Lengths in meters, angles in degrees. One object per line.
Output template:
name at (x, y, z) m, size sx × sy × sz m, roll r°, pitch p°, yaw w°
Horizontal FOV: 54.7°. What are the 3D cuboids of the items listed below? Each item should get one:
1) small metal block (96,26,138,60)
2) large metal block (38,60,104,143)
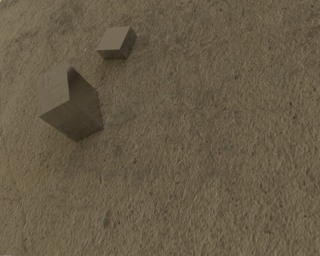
small metal block at (-0.074, -0.145, 0.529) m, size 0.050 × 0.025 × 0.050 m, roll 6°, pitch 65°, yaw 30°
large metal block at (-0.132, -0.037, 0.459) m, size 0.050 × 0.080 × 0.080 m, roll -26°, pitch 53°, yaw 12°
